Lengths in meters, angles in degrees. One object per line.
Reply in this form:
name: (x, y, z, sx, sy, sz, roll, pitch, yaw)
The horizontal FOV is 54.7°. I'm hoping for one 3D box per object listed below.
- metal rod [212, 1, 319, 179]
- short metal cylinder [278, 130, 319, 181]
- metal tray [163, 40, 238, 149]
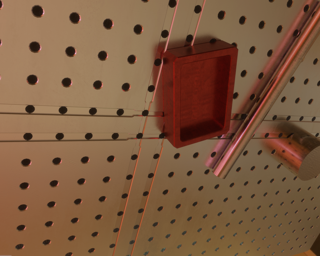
metal rod: (0.167, -0.049, 0.474, 0.025, 0.025, 0.298, 18, 109, -36)
short metal cylinder: (0.271, 0.051, 0.578, 0.081, 0.050, 0.079, -14, 125, -21)
metal tray: (0.052, -0.043, 0.411, 0.091, 0.030, 0.129, -15, 125, -20)
